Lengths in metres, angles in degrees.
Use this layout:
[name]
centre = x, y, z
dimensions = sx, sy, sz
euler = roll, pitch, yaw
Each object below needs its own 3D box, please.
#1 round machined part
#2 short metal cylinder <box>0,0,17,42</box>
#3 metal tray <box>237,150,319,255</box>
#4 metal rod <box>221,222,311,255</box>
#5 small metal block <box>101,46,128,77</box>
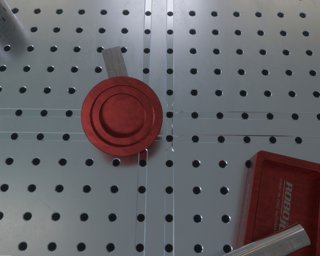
[round machined part]
centre = -0.048, -0.016, 0.394
dimensions = 0.099, 0.042, 0.097
euler = -1, 97, -8
[short metal cylinder]
centre = -0.264, -0.170, 0.459
dimensions = 0.081, 0.050, 0.080
euler = 0, 70, 0
[metal tray]
centre = 0.149, 0.100, 0.373
dimensions = 0.090, 0.030, 0.130
euler = 13, 70, 4
[metal rod]
centre = 0.014, 0.172, 0.327
dimensions = 0.301, 0.025, 0.025
euler = -24, 72, -1
[small metal block]
centre = -0.058, -0.075, 0.425
dimensions = 0.025, 0.050, 0.050
euler = -15, 70, -5
